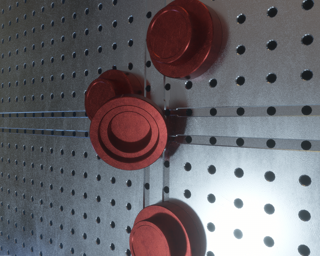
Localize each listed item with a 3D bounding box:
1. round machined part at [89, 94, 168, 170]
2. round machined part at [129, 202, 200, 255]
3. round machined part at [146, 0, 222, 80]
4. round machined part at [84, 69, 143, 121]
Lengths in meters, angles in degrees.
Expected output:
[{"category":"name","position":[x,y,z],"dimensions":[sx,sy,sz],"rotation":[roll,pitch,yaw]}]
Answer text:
[{"category":"round machined part","position":[-0.039,0.003,0.407],"dimensions":[0.099,0.042,0.097],"rotation":[0,106,2]},{"category":"round machined part","position":[-0.001,0.148,0.397],"dimensions":[0.098,0.042,0.097],"rotation":[0,90,39]},{"category":"round machined part","position":[0.022,-0.110,0.379],"dimensions":[0.098,0.042,0.097],"rotation":[0,90,39]},{"category":"round machined part","position":[-0.074,-0.038,0.457],"dimensions":[0.098,0.042,0.097],"rotation":[0,90,39]}]
